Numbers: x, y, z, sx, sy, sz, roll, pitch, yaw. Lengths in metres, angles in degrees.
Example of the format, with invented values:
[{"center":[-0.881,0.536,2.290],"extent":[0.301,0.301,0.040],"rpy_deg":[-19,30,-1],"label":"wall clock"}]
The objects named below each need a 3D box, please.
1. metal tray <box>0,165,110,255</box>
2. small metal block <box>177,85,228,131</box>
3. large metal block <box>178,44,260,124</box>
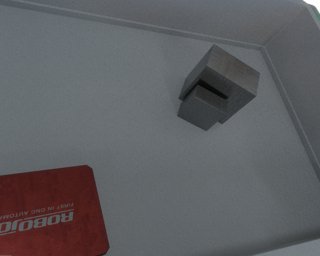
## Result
[{"center":[-0.121,0.088,0.284],"extent":[0.131,0.030,0.090],"rpy_deg":[-4,64,-30],"label":"metal tray"},{"center":[0.060,-0.027,0.441],"extent":[0.050,0.050,0.025],"rpy_deg":[27,52,-12],"label":"small metal block"},{"center":[0.086,-0.062,0.457],"extent":[0.080,0.080,0.050],"rpy_deg":[29,52,-10],"label":"large metal block"}]
